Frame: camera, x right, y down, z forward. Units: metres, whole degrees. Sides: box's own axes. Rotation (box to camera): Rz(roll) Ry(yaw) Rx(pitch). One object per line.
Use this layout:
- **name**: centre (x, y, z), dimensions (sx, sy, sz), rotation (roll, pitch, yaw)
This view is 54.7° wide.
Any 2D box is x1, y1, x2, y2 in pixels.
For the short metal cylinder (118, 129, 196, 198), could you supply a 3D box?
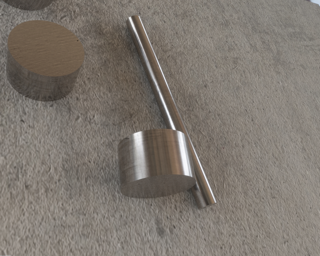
- **short metal cylinder**: centre (-0.005, 0.041, 0.341), dimensions (0.081, 0.080, 0.050), rotation (6, 59, -26)

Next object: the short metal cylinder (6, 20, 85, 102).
- **short metal cylinder**: centre (-0.135, -0.078, 0.363), dimensions (0.081, 0.050, 0.080), rotation (14, 56, -21)

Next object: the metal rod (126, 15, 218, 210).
- **metal rod**: centre (0.009, -0.036, 0.429), dimensions (0.025, 0.025, 0.299), rotation (-7, 65, -32)

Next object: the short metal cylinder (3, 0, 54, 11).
- **short metal cylinder**: centre (-0.173, -0.200, 0.397), dimensions (0.081, 0.080, 0.050), rotation (9, 58, -24)
